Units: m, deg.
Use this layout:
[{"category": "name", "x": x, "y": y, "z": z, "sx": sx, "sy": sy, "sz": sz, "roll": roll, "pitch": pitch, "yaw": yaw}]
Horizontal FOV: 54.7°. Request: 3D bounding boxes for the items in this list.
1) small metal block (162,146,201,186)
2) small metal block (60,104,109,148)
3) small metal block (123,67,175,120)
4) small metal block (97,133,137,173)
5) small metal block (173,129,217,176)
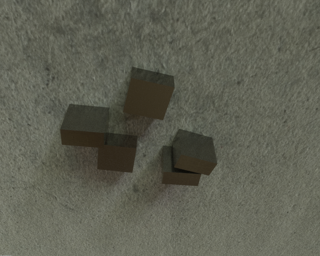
[{"category": "small metal block", "x": 0.029, "y": 0.053, "z": 0.436, "sx": 0.050, "sy": 0.050, "sz": 0.025, "roll": 5, "pitch": 130, "yaw": -4}, {"category": "small metal block", "x": -0.092, "y": -0.003, "z": 0.387, "sx": 0.050, "sy": 0.050, "sz": 0.025, "roll": 5, "pitch": 130, "yaw": -5}, {"category": "small metal block", "x": -0.014, "y": -0.041, "z": 0.372, "sx": 0.050, "sy": 0.025, "sz": 0.050, "roll": 11, "pitch": 129, "yaw": -10}, {"category": "small metal block", "x": -0.060, "y": 0.035, "z": 0.436, "sx": 0.050, "sy": 0.025, "sz": 0.050, "roll": 7, "pitch": 130, "yaw": -7}, {"category": "small metal block", "x": 0.046, "y": 0.032, "z": 0.419, "sx": 0.050, "sy": 0.050, "sz": 0.025, "roll": 15, "pitch": 128, "yaw": -13}]
